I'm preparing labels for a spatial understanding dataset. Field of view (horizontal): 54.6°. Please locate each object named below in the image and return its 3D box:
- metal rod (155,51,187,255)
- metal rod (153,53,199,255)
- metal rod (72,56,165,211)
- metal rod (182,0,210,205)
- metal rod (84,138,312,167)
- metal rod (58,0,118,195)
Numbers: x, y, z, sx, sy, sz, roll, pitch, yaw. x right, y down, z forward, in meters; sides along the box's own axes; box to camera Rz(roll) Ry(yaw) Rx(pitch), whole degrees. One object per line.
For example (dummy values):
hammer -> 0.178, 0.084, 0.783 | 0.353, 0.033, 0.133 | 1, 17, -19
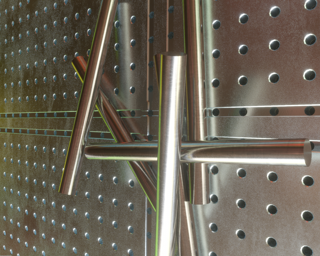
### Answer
metal rod -> 0.009, 0.067, 0.349 | 0.025, 0.025, 0.298 | 21, 120, 38
metal rod -> 0.022, 0.053, 0.391 | 0.025, 0.025, 0.299 | -12, 82, 39
metal rod -> -0.062, 0.002, 0.462 | 0.025, 0.025, 0.299 | -48, 62, 29
metal rod -> 0.042, -0.060, 0.375 | 0.025, 0.025, 0.298 | -3, 88, 40
metal rod -> 0.013, 0.028, 0.365 | 0.300, 0.025, 0.025 | -3, 88, 40
metal rod -> -0.106, -0.051, 0.465 | 0.025, 0.025, 0.299 | 9, 86, 40
